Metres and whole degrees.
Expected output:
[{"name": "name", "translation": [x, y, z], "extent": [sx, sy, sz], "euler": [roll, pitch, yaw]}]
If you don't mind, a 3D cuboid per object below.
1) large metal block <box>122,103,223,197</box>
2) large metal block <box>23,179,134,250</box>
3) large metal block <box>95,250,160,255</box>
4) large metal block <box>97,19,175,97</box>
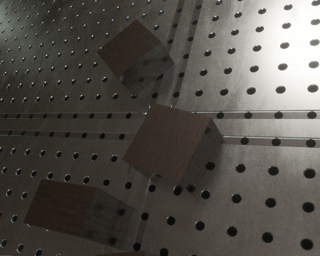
[{"name": "large metal block", "translation": [0.016, 0.024, 0.368], "extent": [0.080, 0.050, 0.080], "euler": [17, 71, 34]}, {"name": "large metal block", "translation": [-0.090, 0.100, 0.357], "extent": [0.080, 0.080, 0.050], "euler": [2, 63, 28]}, {"name": "large metal block", "translation": [-0.019, 0.162, 0.282], "extent": [0.050, 0.080, 0.080], "euler": [-14, 56, 20]}, {"name": "large metal block", "translation": [-0.038, -0.108, 0.477], "extent": [0.080, 0.050, 0.080], "euler": [-39, 51, 1]}]
